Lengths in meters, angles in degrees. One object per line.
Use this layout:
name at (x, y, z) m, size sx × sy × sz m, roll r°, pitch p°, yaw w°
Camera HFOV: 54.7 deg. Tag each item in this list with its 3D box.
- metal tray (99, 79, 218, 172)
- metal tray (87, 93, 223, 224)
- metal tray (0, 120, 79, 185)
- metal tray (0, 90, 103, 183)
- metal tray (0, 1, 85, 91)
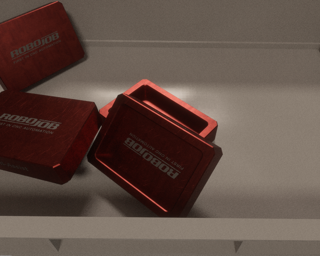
metal tray at (-0.003, -0.004, 0.405) m, size 0.130 × 0.030 × 0.090 m, roll 34°, pitch 58°, yaw 25°
metal tray at (-0.010, 0.030, 0.340) m, size 0.130 × 0.030 × 0.090 m, roll 32°, pitch 99°, yaw 25°
metal tray at (-0.162, 0.012, 0.389) m, size 0.131 × 0.030 × 0.090 m, roll 12°, pitch 51°, yaw 9°
metal tray at (-0.142, 0.005, 0.345) m, size 0.130 × 0.030 × 0.090 m, roll 9°, pitch 51°, yaw 16°
metal tray at (-0.188, -0.121, 0.458) m, size 0.131 × 0.090 × 0.030 m, roll -37°, pitch 34°, yaw -27°
